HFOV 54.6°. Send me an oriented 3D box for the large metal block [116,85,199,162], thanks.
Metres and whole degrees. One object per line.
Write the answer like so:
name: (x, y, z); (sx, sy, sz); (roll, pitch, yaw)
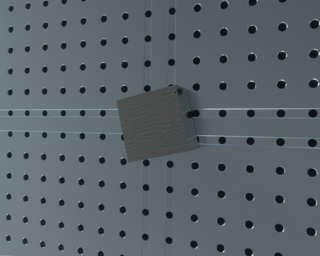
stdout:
large metal block: (-0.002, -0.004, 0.399); (0.080, 0.050, 0.080); (-13, 86, 19)
